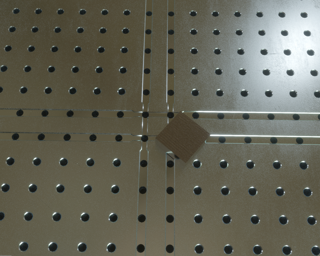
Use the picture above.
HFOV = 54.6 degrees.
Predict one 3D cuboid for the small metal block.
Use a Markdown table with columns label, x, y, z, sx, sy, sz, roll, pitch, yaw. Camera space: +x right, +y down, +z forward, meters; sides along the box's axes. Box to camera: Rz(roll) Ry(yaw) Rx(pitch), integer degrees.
| label | x | y | z | sx | sy | sz | roll | pitch | yaw |
| --- | --- | --- | --- | --- | --- | --- | --- | --- | --- |
| small metal block | 0.029 | 0.015 | 0.407 | 0.050 | 0.025 | 0.050 | 39 | 75 | 13 |
